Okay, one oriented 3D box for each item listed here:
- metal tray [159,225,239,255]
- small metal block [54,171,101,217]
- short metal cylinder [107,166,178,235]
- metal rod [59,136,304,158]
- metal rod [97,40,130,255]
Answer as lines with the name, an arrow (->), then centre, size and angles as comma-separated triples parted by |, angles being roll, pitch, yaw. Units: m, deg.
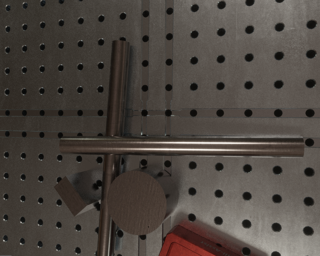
metal tray -> 0.058, 0.194, 0.389 | 0.130, 0.030, 0.089 | 22, 97, 18
small metal block -> -0.112, 0.091, 0.437 | 0.025, 0.050, 0.050 | -43, 77, 15
short metal cylinder -> -0.021, 0.092, 0.406 | 0.080, 0.050, 0.079 | 0, 90, 19
metal rod -> 0.016, 0.023, 0.389 | 0.301, 0.025, 0.025 | 0, 90, 13
metal rod -> -0.065, 0.030, 0.434 | 0.025, 0.025, 0.298 | 5, 92, 19
